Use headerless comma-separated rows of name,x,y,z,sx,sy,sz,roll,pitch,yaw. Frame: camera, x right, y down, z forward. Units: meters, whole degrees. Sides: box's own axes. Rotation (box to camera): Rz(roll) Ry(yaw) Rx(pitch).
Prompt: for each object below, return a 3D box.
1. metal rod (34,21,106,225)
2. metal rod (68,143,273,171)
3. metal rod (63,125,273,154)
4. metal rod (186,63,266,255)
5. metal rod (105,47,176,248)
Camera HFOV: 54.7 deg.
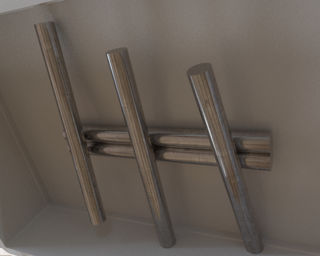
metal rod,-0.123,0.005,0.442,0.025,0.025,0.298,-1,110,28
metal rod,-0.004,0.033,0.429,0.301,0.025,0.025,2,119,26
metal rod,-0.008,0.012,0.418,0.301,0.025,0.025,2,119,26
metal rod,0.088,0.063,0.370,0.025,0.025,0.299,-4,125,30
metal rod,-0.018,0.044,0.410,0.025,0.025,0.298,1,119,27
